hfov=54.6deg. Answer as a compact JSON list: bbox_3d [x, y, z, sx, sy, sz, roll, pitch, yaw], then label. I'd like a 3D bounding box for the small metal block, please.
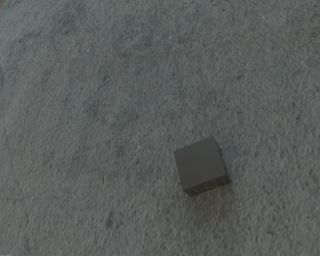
[{"bbox_3d":[0.047,0.044,0.353,0.050,0.025,0.050,-23,53,14],"label":"small metal block"}]
